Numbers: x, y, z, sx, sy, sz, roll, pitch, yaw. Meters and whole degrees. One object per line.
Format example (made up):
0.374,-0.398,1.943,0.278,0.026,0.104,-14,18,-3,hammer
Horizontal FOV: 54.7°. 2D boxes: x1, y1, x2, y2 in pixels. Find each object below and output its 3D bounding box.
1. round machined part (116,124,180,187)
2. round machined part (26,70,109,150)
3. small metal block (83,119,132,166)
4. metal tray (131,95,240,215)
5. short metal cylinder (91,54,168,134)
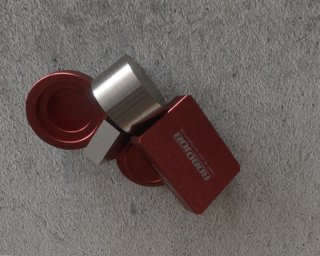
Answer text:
-0.011,0.037,0.415,0.099,0.042,0.097,0,110,-1,round machined part
-0.112,-0.025,0.391,0.099,0.042,0.097,0,110,-1,round machined part
-0.060,0.015,0.383,0.025,0.050,0.050,39,107,12,small metal block
0.036,0.034,0.398,0.090,0.030,0.130,-43,108,-19,metal tray
-0.035,-0.040,0.367,0.050,0.080,0.080,-36,107,12,short metal cylinder
